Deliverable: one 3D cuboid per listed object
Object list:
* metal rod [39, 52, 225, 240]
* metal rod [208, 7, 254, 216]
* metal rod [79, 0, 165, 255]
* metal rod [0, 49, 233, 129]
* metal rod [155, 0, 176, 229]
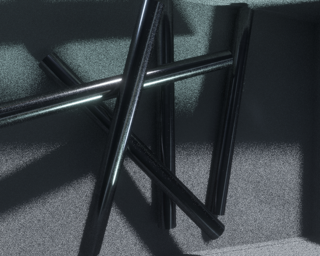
[{"bbox_3d":[-0.029,0.027,0.381,0.300,0.025,0.025,46,75,-7],"label":"metal rod"},{"bbox_3d":[0.103,-0.026,0.450,0.025,0.025,0.298,10,87,-20],"label":"metal rod"},{"bbox_3d":[-0.047,0.010,0.351,0.025,0.025,0.298,12,102,-20],"label":"metal rod"},{"bbox_3d":[-0.041,-0.051,0.364,0.302,0.025,0.025,-18,97,-23],"label":"metal rod"},{"bbox_3d":[0.007,-0.017,0.414,0.025,0.025,0.298,-1,90,-20],"label":"metal rod"}]
